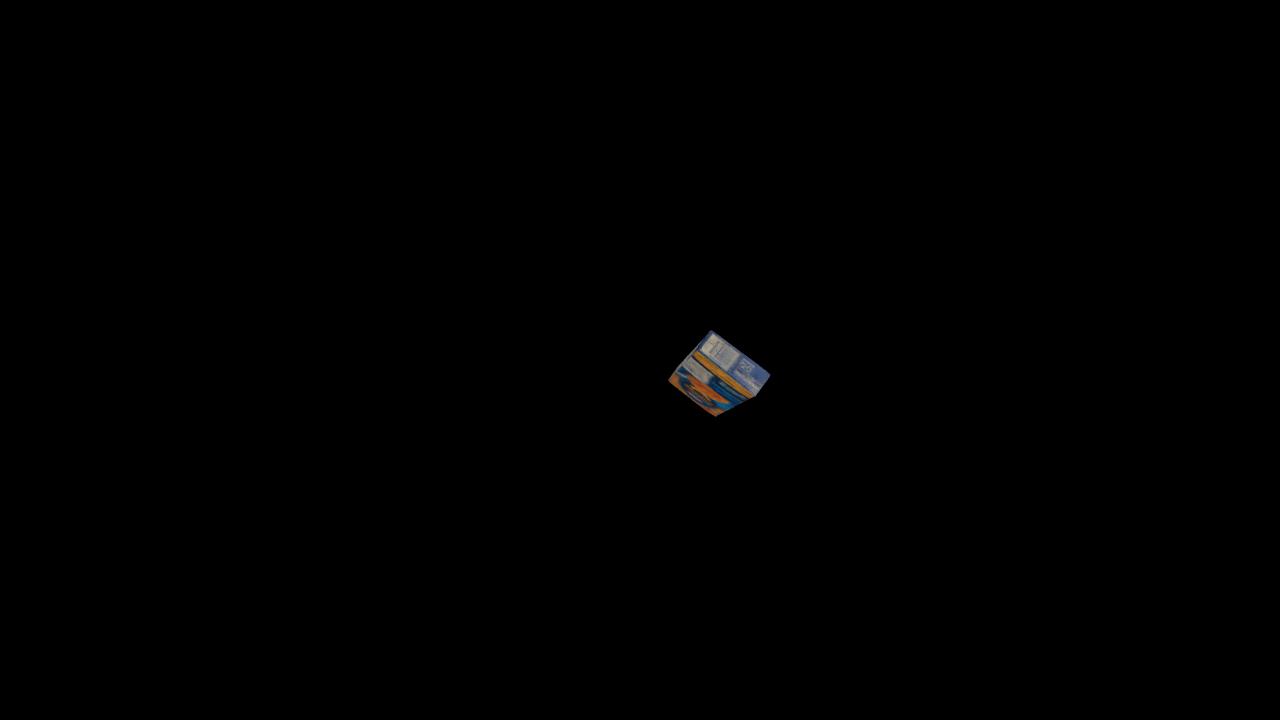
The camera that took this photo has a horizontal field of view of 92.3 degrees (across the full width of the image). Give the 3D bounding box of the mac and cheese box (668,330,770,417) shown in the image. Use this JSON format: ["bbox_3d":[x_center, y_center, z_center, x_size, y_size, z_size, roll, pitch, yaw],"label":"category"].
[{"bbox_3d":[0.099,0.024,0.824,0.093,0.041,0.184,36,-16,2],"label":"mac and cheese box"}]
